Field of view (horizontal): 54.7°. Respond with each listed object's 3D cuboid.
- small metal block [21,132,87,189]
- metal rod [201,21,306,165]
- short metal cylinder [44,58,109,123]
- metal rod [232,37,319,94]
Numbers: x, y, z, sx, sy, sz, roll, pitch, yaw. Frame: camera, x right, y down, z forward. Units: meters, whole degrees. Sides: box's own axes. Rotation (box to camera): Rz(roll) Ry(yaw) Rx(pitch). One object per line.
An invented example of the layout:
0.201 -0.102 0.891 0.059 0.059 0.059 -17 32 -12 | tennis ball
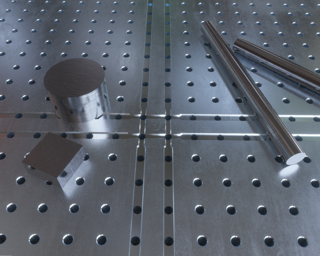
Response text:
-0.126 0.038 0.374 0.050 0.025 0.050 20 53 16 | small metal block
0.126 -0.073 0.470 0.025 0.025 0.300 -12 51 -10 | metal rod
-0.115 -0.053 0.435 0.081 0.050 0.080 0 50 0 | short metal cylinder
0.241 -0.065 0.465 0.300 0.025 0.025 36 58 26 | metal rod
